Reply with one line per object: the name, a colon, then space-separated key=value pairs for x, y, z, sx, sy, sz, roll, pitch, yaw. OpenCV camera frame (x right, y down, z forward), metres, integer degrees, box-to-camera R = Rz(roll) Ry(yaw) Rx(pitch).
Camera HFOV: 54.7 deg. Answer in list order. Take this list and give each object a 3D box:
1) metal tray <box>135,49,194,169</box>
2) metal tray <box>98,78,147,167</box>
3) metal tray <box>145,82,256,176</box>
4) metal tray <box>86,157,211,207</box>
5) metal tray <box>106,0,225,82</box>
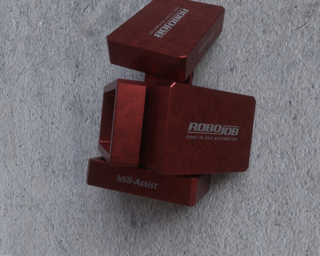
metal tray: x=0.009 y=-0.021 z=0.371 sx=0.030 sy=0.090 sz=0.129 roll=8 pitch=93 yaw=19
metal tray: x=-0.050 y=-0.009 z=0.375 sx=0.030 sy=0.130 sz=0.089 roll=5 pitch=92 yaw=-17
metal tray: x=0.049 y=0.003 z=0.339 sx=0.030 sy=0.131 sz=0.089 roll=9 pitch=94 yaw=53
metal tray: x=-0.010 y=0.058 z=0.378 sx=0.130 sy=0.090 sz=0.030 roll=8 pitch=93 yaw=19
metal tray: x=0.011 y=-0.109 z=0.357 sx=0.090 sy=0.130 sz=0.030 roll=19 pitch=137 yaw=18
